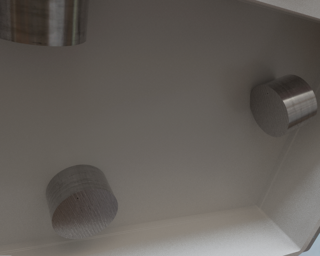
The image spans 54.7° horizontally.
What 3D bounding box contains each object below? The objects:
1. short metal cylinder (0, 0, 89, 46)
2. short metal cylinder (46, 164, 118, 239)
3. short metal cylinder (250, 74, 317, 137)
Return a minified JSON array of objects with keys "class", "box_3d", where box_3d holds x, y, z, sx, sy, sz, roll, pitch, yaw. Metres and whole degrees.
[{"class":"short metal cylinder","box_3d":[-0.100,-0.103,0.255,0.081,0.080,0.050,-3,120,-27]},{"class":"short metal cylinder","box_3d":[-0.100,0.094,0.397,0.081,0.050,0.079,-14,125,-21]},{"class":"short metal cylinder","box_3d":[0.178,-0.032,0.453,0.050,0.080,0.079,-21,127,-16]}]
